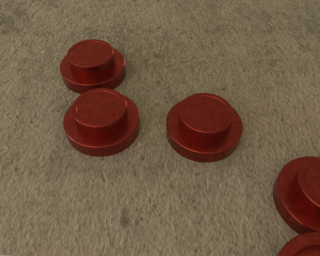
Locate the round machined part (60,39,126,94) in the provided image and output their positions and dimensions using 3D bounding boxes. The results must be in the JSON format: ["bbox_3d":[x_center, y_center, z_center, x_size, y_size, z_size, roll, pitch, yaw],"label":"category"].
[{"bbox_3d":[-0.103,-0.099,0.474,0.099,0.042,0.098,0,50,0],"label":"round machined part"}]

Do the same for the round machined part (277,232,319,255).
[{"bbox_3d":[0.145,0.147,0.271,0.099,0.042,0.098,0,50,0],"label":"round machined part"}]

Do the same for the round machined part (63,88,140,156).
[{"bbox_3d":[-0.076,-0.015,0.403,0.099,0.042,0.098,0,50,0],"label":"round machined part"}]

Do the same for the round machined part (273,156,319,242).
[{"bbox_3d":[0.178,0.070,0.335,0.099,0.042,0.098,0,50,0],"label":"round machined part"}]

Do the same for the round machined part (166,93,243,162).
[{"bbox_3d":[0.058,-0.008,0.399,0.099,0.042,0.098,0,50,0],"label":"round machined part"}]
